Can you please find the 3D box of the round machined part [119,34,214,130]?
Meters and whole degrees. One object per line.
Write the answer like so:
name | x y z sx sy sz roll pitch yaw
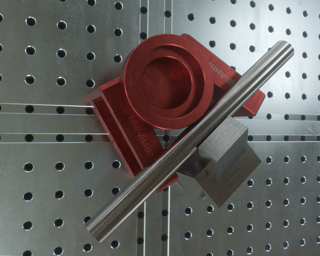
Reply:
round machined part | 0.005 -0.047 0.333 0.099 0.042 0.097 0 90 -21

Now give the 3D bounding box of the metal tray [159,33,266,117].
metal tray | 0.058 -0.061 0.400 0.130 0.090 0.030 33 80 -18

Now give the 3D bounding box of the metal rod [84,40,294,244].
metal rod | 0.044 0.003 0.334 0.301 0.025 0.025 -42 104 -15

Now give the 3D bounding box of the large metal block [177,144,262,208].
large metal block | 0.069 0.049 0.407 0.080 0.080 0.050 -43 104 -15

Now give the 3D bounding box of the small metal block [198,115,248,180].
small metal block | 0.070 0.023 0.339 0.025 0.050 0.050 37 73 29

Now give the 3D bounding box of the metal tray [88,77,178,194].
metal tray | -0.035 0.008 0.366 0.030 0.090 0.129 -31 101 -18
